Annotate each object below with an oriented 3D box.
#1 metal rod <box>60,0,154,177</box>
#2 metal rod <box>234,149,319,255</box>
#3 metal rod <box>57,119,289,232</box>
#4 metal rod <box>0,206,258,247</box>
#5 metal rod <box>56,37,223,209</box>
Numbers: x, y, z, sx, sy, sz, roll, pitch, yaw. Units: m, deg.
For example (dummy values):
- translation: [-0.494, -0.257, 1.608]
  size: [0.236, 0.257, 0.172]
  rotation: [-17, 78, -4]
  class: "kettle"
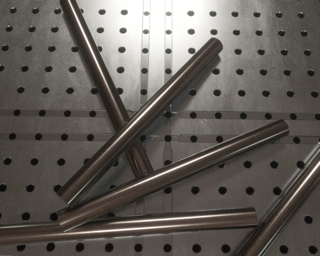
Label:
- translation: [-0.081, -0.069, 0.435]
  size: [0.025, 0.025, 0.299]
  rotation: [-23, 72, -9]
  class: "metal rod"
- translation: [0.141, 0.111, 0.372]
  size: [0.025, 0.025, 0.301]
  rotation: [42, 75, 13]
  class: "metal rod"
- translation: [0.027, 0.052, 0.380]
  size: [0.302, 0.025, 0.025]
  rotation: [-21, 72, -13]
  class: "metal rod"
- translation: [-0.037, 0.117, 0.368]
  size: [0.302, 0.025, 0.025]
  rotation: [-4, 70, -2]
  class: "metal rod"
- translation: [-0.011, -0.022, 0.398]
  size: [0.025, 0.025, 0.301]
  rotation: [37, 66, 12]
  class: "metal rod"
